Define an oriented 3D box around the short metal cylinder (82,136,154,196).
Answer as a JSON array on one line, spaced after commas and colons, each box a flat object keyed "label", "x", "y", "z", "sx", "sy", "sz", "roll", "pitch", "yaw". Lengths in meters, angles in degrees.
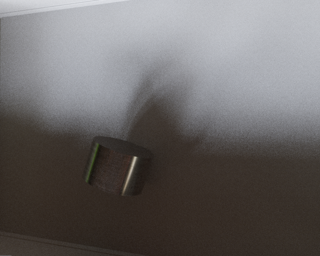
[{"label": "short metal cylinder", "x": -0.054, "y": 0.047, "z": 0.401, "sx": 0.080, "sy": 0.080, "sz": 0.050, "roll": 20, "pitch": 97, "yaw": 19}]
